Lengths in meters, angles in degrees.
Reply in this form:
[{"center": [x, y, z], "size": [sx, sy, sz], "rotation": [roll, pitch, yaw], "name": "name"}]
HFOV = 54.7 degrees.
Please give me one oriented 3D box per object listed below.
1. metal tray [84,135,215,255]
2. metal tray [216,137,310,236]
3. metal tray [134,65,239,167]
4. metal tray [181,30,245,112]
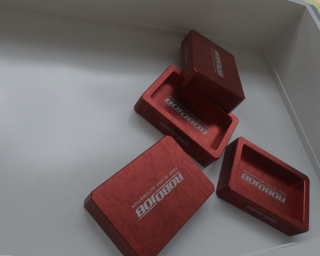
[{"center": [-0.007, 0.077, 0.353], "size": [0.090, 0.030, 0.131], "rotation": [49, 51, 6], "name": "metal tray"}, {"center": [0.148, 0.081, 0.434], "size": [0.130, 0.030, 0.090], "rotation": [30, 52, -9], "name": "metal tray"}, {"center": [0.040, -0.019, 0.437], "size": [0.130, 0.030, 0.090], "rotation": [39, 51, -2], "name": "metal tray"}, {"center": [0.078, -0.091, 0.477], "size": [0.090, 0.030, 0.130], "rotation": [26, 38, -19], "name": "metal tray"}]
